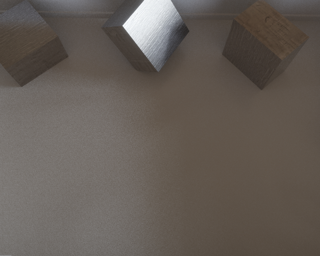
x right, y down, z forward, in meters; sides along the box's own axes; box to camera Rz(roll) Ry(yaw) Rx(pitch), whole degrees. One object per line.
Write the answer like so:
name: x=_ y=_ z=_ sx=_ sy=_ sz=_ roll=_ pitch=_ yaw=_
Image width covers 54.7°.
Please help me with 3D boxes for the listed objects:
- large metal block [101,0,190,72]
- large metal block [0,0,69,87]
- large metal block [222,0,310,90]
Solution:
large metal block: x=-0.018 y=-0.134 z=0.422 sx=0.050 sy=0.080 sz=0.080 roll=16 pitch=66 yaw=47
large metal block: x=-0.193 y=-0.119 z=0.439 sx=0.080 sy=0.050 sz=0.080 roll=-38 pitch=75 yaw=-13
large metal block: x=0.138 y=-0.111 z=0.422 sx=0.050 sy=0.080 sz=0.080 roll=-39 pitch=75 yaw=-13
